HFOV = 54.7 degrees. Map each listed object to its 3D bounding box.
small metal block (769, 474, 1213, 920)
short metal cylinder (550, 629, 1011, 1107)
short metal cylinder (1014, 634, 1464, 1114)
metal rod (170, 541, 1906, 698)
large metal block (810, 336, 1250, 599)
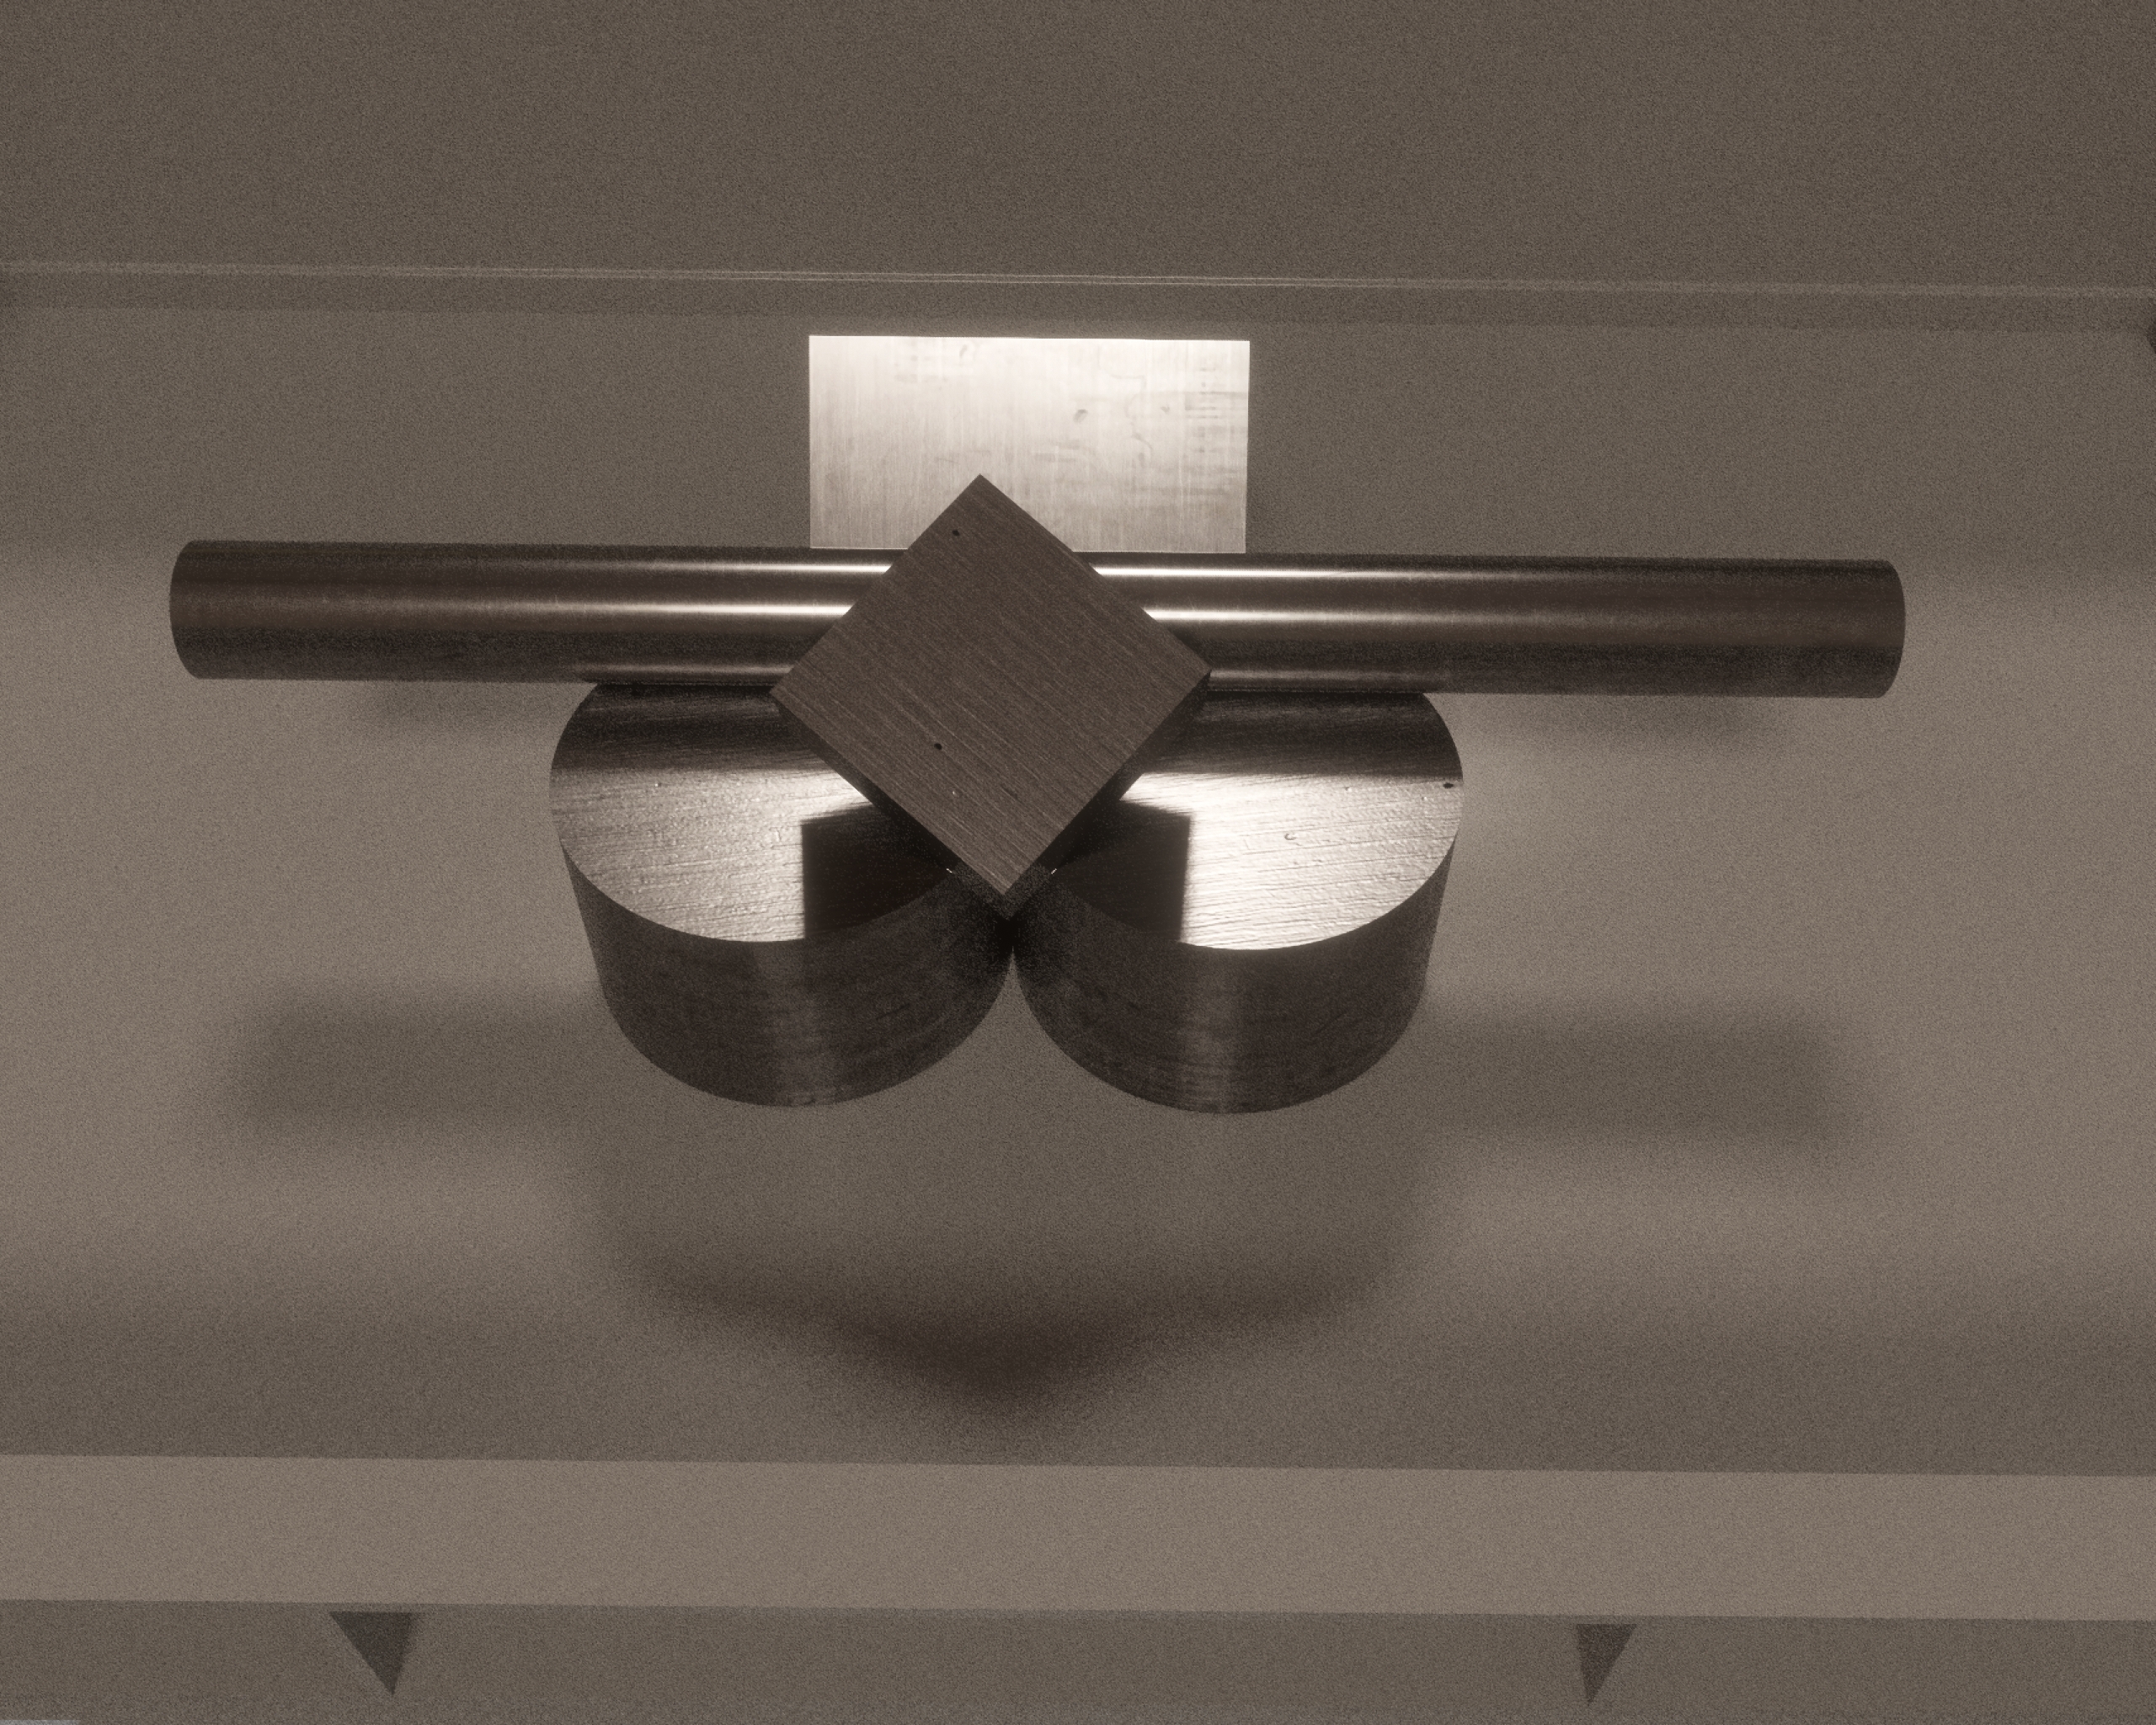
[{"bbox_3d":[-0.014,-0.027,0.347,0.050,0.025,0.050,41,81,7],"label":"small metal block"},{"bbox_3d":[-0.053,-0.002,0.388,0.081,0.050,0.080,0,50,0],"label":"short metal cylinder"},{"bbox_3d":[0.028,0.000,0.388,0.081,0.050,0.080,0,50,0],"label":"short metal cylinder"},{"bbox_3d":[-0.007,-0.044,0.375,0.302,0.025,0.025,1,50,0],"label":"metal rod"},{"bbox_3d":[-0.009,-0.076,0.424,0.081,0.050,0.080,1,7,0],"label":"large metal block"}]
